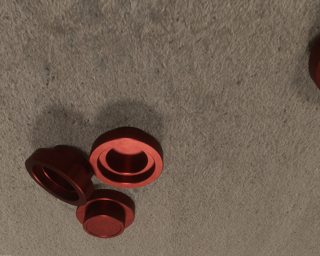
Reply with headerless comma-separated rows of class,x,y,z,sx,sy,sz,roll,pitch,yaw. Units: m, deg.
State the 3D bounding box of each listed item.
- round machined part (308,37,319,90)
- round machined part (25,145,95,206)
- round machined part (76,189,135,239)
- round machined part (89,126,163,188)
round machined part,0.209,-0.080,0.331,0.099,0.042,0.097,-1,130,0
round machined part,-0.132,0.061,0.430,0.098,0.042,0.097,20,141,17
round machined part,-0.092,0.150,0.523,0.099,0.042,0.097,-1,130,0
round machined part,-0.045,0.036,0.426,0.099,0.042,0.097,-1,130,0
